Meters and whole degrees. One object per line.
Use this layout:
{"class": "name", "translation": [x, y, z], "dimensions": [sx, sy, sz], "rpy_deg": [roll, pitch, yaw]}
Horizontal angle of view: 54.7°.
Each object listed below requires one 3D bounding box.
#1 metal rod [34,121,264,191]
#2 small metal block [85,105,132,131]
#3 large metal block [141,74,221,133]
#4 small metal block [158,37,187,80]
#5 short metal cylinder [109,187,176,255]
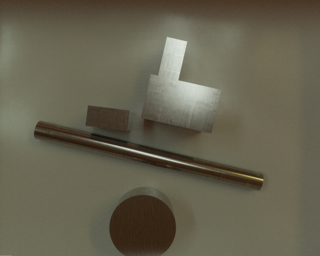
{"class": "metal rod", "translation": [-0.014, 0.037, 0.411], "dimensions": [0.302, 0.025, 0.025], "rpy_deg": [13, 90, -1]}
{"class": "small metal block", "translation": [-0.063, -0.012, 0.398], "dimensions": [0.050, 0.050, 0.025], "rpy_deg": [7, 90, -1]}
{"class": "large metal block", "translation": [0.023, -0.027, 0.384], "dimensions": [0.080, 0.080, 0.050], "rpy_deg": [13, 90, -1]}
{"class": "small metal block", "translation": [0.015, -0.083, 0.399], "dimensions": [0.025, 0.050, 0.050], "rpy_deg": [13, 90, 0]}
{"class": "short metal cylinder", "translation": [-0.021, 0.120, 0.399], "dimensions": [0.081, 0.050, 0.079], "rpy_deg": [0, 90, -1]}
